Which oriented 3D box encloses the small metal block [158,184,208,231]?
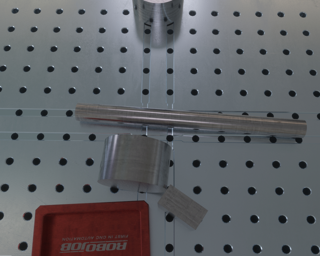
[{"bbox_3d":[0.025,0.095,0.364,0.050,0.050,0.025,34,74,11],"label":"small metal block"}]

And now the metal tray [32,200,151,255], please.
[{"bbox_3d":[-0.077,0.134,0.359,0.131,0.030,0.090,-2,70,-1],"label":"metal tray"}]

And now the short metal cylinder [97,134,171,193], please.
[{"bbox_3d":[-0.029,0.044,0.366,0.080,0.080,0.050,6,70,2],"label":"short metal cylinder"}]

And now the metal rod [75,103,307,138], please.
[{"bbox_3d":[0.040,-0.010,0.415,0.302,0.025,0.025,4,70,1],"label":"metal rod"}]

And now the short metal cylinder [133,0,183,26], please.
[{"bbox_3d":[-0.003,-0.205,0.473,0.081,0.050,0.080,0,70,0],"label":"short metal cylinder"}]
